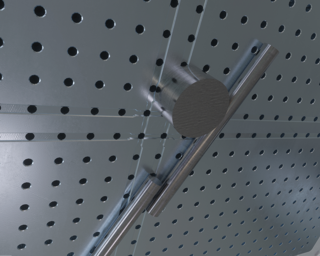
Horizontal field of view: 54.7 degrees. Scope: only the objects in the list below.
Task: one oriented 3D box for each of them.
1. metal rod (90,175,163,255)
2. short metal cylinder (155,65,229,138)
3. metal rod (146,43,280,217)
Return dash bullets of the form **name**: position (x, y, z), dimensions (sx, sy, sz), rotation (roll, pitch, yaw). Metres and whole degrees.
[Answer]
- **metal rod**: position (-0.092, 0.197, 0.483), dimensions (0.025, 0.025, 0.299), rotation (27, 103, -38)
- **short metal cylinder**: position (0.040, -0.034, 0.396), dimensions (0.081, 0.050, 0.079), rotation (-14, 124, -21)
- **metal rod**: position (0.071, 0.010, 0.456), dimensions (0.025, 0.025, 0.299), rotation (26, 104, -37)
